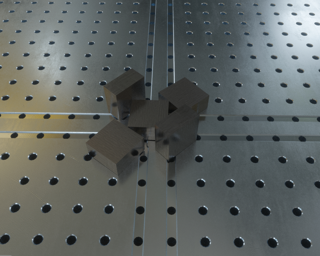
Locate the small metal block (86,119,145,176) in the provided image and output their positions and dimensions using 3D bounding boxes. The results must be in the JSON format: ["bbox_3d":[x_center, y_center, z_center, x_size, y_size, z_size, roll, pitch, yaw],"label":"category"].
[{"bbox_3d":[-0.055,0.023,0.388,0.050,0.025,0.050,31,56,23],"label":"small metal block"}]

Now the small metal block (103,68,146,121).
[{"bbox_3d":[-0.047,-0.046,0.430,0.025,0.050,0.050,37,60,26],"label":"small metal block"}]

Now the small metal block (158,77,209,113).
[{"bbox_3d":[0.033,-0.040,0.441,0.050,0.025,0.050,-33,57,-24],"label":"small metal block"}]

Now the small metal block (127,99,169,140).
[{"bbox_3d":[-0.014,-0.011,0.417,0.050,0.025,0.050,2,49,3],"label":"small metal block"}]

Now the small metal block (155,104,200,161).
[{"bbox_3d":[0.021,0.006,0.387,0.050,0.050,0.025,-35,58,-26],"label":"small metal block"}]
